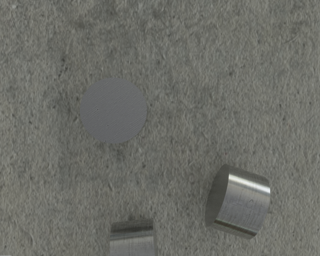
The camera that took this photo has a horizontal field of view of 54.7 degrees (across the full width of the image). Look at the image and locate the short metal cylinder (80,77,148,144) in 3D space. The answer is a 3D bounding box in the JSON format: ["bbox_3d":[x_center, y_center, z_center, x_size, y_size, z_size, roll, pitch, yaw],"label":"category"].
[{"bbox_3d":[-0.056,-0.021,0.397,0.081,0.050,0.079,0,90,-1],"label":"short metal cylinder"}]

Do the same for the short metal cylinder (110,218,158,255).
[{"bbox_3d":[-0.029,0.155,0.382,0.050,0.080,0.079,-6,90,0],"label":"short metal cylinder"}]

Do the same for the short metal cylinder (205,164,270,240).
[{"bbox_3d":[0.094,0.090,0.384,0.050,0.080,0.080,19,90,0],"label":"short metal cylinder"}]
